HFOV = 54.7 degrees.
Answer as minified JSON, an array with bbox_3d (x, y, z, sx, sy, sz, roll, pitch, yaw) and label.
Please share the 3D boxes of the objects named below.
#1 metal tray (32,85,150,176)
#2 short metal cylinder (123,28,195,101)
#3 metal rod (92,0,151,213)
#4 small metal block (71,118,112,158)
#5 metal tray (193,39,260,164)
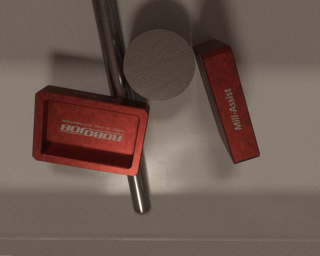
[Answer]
[{"bbox_3d":[-0.084,0.004,0.381,0.131,0.030,0.089,10,110,-3],"label":"metal tray"},{"bbox_3d":[-0.001,-0.078,0.369,0.081,0.050,0.079,0,110,-1],"label":"short metal cylinder"},{"bbox_3d":[-0.047,-0.022,0.402,0.025,0.025,0.298,-8,110,2],"label":"metal rod"},{"bbox_3d":[-0.088,0.011,0.414,0.050,0.025,0.050,11,110,-5],"label":"small metal block"},{"bbox_3d":[0.076,-0.034,0.365,0.030,0.090,0.129,-19,109,6],"label":"metal tray"}]
